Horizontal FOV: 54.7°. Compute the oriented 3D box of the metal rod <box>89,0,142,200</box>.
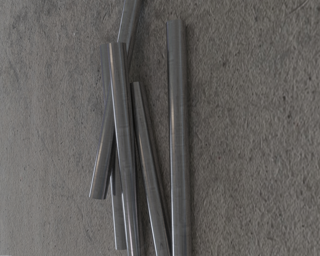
[{"bbox_3d":[-0.061,-0.050,0.434,0.025,0.025,0.298,10,90,39],"label":"metal rod"}]

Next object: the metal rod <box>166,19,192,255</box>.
[{"bbox_3d":[0.024,0.018,0.385,0.025,0.025,0.298,-2,88,40],"label":"metal rod"}]

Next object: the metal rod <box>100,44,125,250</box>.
[{"bbox_3d":[-0.066,0.024,0.459,0.025,0.025,0.298,-9,84,40],"label":"metal rod"}]

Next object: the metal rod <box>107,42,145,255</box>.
[{"bbox_3d":[-0.045,0.039,0.418,0.025,0.025,0.298,0,97,40],"label":"metal rod"}]

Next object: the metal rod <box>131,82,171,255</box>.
[{"bbox_3d":[-0.008,0.084,0.411,0.025,0.025,0.298,-17,79,39],"label":"metal rod"}]
